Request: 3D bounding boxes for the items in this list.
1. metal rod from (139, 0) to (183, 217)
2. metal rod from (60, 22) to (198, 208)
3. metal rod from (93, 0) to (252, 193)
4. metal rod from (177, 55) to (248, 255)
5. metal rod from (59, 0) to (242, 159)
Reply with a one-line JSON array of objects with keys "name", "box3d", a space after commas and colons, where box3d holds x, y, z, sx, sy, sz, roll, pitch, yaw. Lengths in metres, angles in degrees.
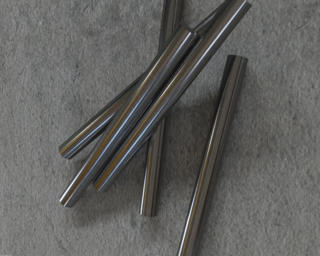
[{"name": "metal rod", "box3d": [0.002, -0.034, 0.407, 0.025, 0.025, 0.298, 8, 92, 19]}, {"name": "metal rod", "box3d": [-0.053, 0.001, 0.392, 0.025, 0.025, 0.298, 45, 116, 14]}, {"name": "metal rod", "box3d": [0.000, -0.024, 0.374, 0.025, 0.025, 0.298, 45, 116, 14]}, {"name": "metal rod", "box3d": [0.059, 0.059, 0.387, 0.025, 0.025, 0.298, 15, 95, 19]}, {"name": "metal rod", "box3d": [-0.024, -0.051, 0.391, 0.299, 0.025, 0.025, -38, 78, 21]}]
